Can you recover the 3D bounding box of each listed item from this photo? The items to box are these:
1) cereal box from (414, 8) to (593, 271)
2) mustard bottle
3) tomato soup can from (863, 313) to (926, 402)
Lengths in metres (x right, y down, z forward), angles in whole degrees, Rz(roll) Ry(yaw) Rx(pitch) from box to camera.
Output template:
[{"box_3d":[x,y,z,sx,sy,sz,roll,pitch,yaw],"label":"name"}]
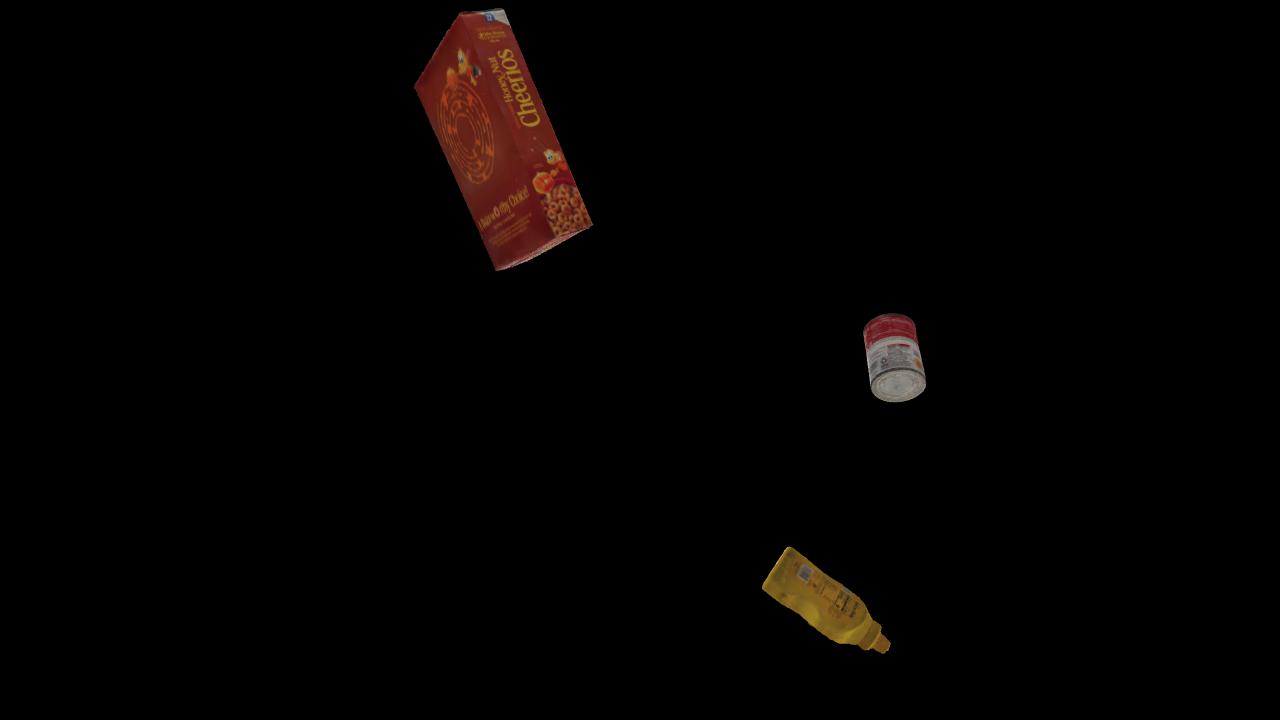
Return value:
[{"box_3d":[-0.201,-0.299,0.882,0.081,0.306,0.203,-28,10,-35],"label":"cereal box"},{"box_3d":[0.272,0.353,0.882,0.184,0.054,0.092,33,27,20],"label":"mustard bottle"},{"box_3d":[0.333,-0.003,0.806,0.068,0.101,0.068,6,-42,5],"label":"tomato soup can"}]
